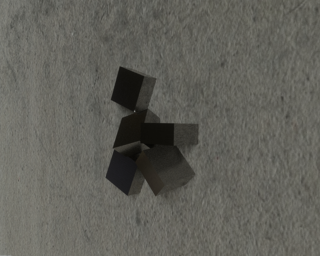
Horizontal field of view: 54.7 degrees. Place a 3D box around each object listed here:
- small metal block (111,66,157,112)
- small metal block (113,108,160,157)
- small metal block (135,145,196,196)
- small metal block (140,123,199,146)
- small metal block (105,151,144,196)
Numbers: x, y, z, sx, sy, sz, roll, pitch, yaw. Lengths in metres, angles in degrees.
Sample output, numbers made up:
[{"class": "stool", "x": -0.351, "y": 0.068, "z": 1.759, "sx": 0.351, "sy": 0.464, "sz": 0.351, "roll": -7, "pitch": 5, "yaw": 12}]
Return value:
[{"class": "small metal block", "x": -0.038, "y": -0.054, "z": 0.434, "sx": 0.050, "sy": 0.025, "sz": 0.050, "roll": 28, "pitch": 107, "yaw": 36}, {"class": "small metal block", "x": -0.031, "y": 0.007, "z": 0.414, "sx": 0.050, "sy": 0.025, "sz": 0.050, "roll": -17, "pitch": 48, "yaw": 38}, {"class": "small metal block", "x": 0.006, "y": 0.049, "z": 0.379, "sx": 0.050, "sy": 0.050, "sz": 0.025, "roll": 56, "pitch": 135, "yaw": 24}, {"class": "small metal block", "x": 0.012, "y": 0.007, "z": 0.377, "sx": 0.050, "sy": 0.050, "sz": 0.025, "roll": 2, "pitch": 91, "yaw": 39}, {"class": "small metal block", "x": -0.046, "y": 0.060, "z": 0.441, "sx": 0.050, "sy": 0.025, "sz": 0.050, "roll": 30, "pitch": 109, "yaw": 35}]
